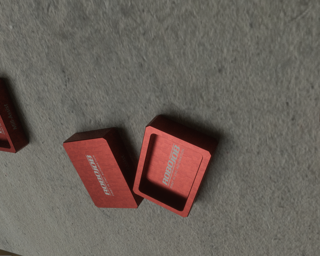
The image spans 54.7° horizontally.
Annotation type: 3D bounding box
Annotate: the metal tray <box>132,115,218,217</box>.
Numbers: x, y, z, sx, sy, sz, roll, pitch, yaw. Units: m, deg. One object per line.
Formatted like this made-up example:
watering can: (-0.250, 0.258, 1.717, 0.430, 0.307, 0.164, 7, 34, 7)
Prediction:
metal tray: (0.017, 0.056, 0.427, 0.090, 0.030, 0.129, 23, 127, 13)

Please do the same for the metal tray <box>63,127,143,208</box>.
metal tray: (-0.086, 0.066, 0.488, 0.090, 0.030, 0.129, -8, 115, 31)

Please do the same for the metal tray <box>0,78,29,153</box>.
metal tray: (-0.292, -0.022, 0.540, 0.090, 0.030, 0.129, 5, 121, 25)
